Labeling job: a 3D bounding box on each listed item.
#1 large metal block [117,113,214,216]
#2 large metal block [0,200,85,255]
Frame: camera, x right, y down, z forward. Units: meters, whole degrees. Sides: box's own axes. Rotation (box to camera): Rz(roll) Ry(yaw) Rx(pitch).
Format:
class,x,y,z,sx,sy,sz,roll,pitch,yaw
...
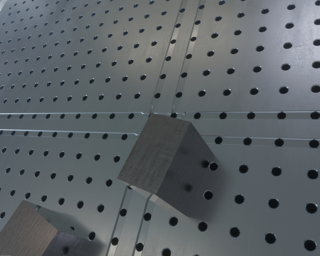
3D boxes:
class,x,y,z,sx,sy,sz,roll,pitch,yaw
large metal block,0.010,0.041,0.343,0.050,0.080,0.080,15,70,34
large metal block,-0.156,0.149,0.384,0.080,0.050,0.080,22,74,36
